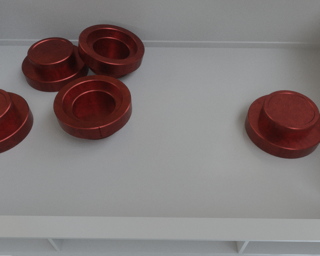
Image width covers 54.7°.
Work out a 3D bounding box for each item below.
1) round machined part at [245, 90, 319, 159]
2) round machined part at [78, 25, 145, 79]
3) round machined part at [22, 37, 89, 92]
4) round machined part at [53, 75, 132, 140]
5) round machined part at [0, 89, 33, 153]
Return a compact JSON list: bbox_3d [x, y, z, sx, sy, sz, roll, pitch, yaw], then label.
[{"bbox_3d":[0.165,-0.012,0.405,0.099,0.042,0.098,0,50,0],"label":"round machined part"},{"bbox_3d":[-0.076,-0.114,0.479,0.099,0.042,0.098,10,48,-11],"label":"round machined part"},{"bbox_3d":[-0.164,-0.104,0.480,0.099,0.042,0.098,0,50,0],"label":"round machined part"},{"bbox_3d":[-0.086,-0.023,0.413,0.099,0.042,0.098,0,50,0],"label":"round machined part"},{"bbox_3d":[-0.223,-0.015,0.405,0.099,0.042,0.098,0,50,0],"label":"round machined part"}]
